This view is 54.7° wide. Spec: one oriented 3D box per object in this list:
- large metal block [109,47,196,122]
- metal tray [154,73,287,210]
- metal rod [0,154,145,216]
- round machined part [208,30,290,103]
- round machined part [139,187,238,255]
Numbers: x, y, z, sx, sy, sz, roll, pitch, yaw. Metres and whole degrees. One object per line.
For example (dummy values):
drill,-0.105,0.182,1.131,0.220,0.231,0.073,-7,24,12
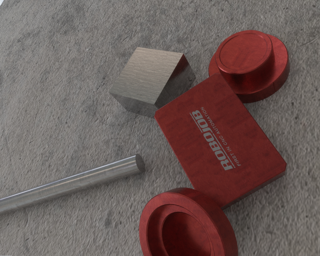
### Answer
large metal block,-0.009,-0.061,0.430,0.080,0.050,0.080,18,71,35
metal tray,0.062,0.015,0.340,0.090,0.030,0.130,-32,65,7
metal rod,-0.161,0.091,0.432,0.301,0.025,0.025,-19,55,17
round machined part,0.108,-0.083,0.387,0.098,0.042,0.098,-13,56,21
round machined part,0.030,0.104,0.294,0.098,0.042,0.097,5,98,40
